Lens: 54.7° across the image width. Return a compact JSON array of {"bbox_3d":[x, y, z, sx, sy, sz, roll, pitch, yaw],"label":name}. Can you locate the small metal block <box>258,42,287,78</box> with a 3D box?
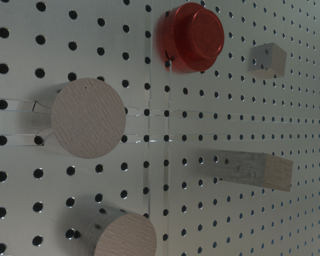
[{"bbox_3d":[0.214,-0.127,0.588,0.050,0.025,0.050,17,79,-39],"label":"small metal block"}]

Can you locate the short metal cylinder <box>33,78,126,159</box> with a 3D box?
[{"bbox_3d":[-0.083,-0.010,0.323,0.081,0.050,0.080,0,90,-40],"label":"short metal cylinder"}]

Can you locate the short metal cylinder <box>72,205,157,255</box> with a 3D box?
[{"bbox_3d":[-0.051,0.132,0.351,0.081,0.050,0.080,0,90,-40],"label":"short metal cylinder"}]

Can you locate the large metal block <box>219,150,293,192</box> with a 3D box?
[{"bbox_3d":[0.157,0.070,0.505,0.081,0.080,0.050,16,80,-39],"label":"large metal block"}]

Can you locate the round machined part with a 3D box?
[{"bbox_3d":[0.055,-0.130,0.443,0.099,0.042,0.097,0,90,-40],"label":"round machined part"}]
